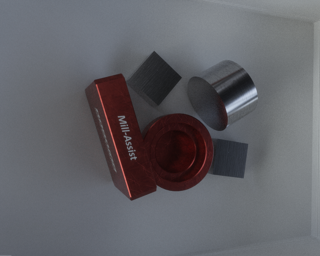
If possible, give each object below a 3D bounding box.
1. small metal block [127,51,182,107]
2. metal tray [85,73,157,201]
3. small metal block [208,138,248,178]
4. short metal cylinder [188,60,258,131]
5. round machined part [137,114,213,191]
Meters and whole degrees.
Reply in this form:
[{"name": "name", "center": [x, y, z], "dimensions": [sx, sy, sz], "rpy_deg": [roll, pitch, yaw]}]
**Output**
[{"name": "small metal block", "center": [-0.009, -0.063, 0.406], "dimensions": [0.050, 0.025, 0.050], "rpy_deg": [42, 77, -14]}, {"name": "metal tray", "center": [-0.048, 0.009, 0.357], "dimensions": [0.030, 0.090, 0.129], "rpy_deg": [-18, 96, -19]}, {"name": "small metal block", "center": [0.095, 0.043, 0.445], "dimensions": [0.050, 0.025, 0.050], "rpy_deg": [10, 86, -19]}, {"name": "short metal cylinder", "center": [0.081, -0.043, 0.411], "dimensions": [0.050, 0.080, 0.080], "rpy_deg": [-31, 101, -18]}, {"name": "round machined part", "center": [0.017, 0.030, 0.406], "dimensions": [0.099, 0.042, 0.097], "rpy_deg": [0, 90, -21]}]
